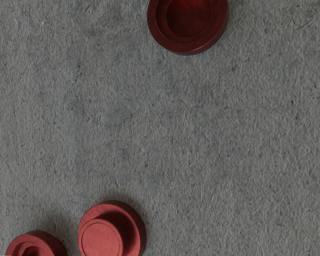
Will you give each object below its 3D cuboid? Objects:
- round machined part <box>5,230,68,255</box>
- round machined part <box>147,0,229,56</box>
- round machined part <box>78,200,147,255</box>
[{"bbox_3d":[-0.179,0.201,0.463,0.098,0.042,0.097,0,90,20],"label":"round machined part"},{"bbox_3d":[0.037,-0.139,0.387,0.098,0.042,0.097,0,90,20],"label":"round machined part"},{"bbox_3d":[-0.071,0.152,0.425,0.098,0.042,0.097,0,90,20],"label":"round machined part"}]
